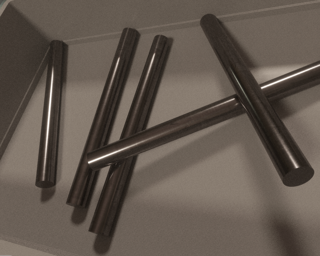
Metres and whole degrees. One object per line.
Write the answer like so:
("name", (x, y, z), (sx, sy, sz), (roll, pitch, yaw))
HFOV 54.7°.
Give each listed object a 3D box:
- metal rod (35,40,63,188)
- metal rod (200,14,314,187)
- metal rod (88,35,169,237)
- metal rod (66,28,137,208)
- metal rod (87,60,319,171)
("metal rod", (-0.183, -0.042, 0.524), (0.025, 0.025, 0.299), (-20, 54, 16))
("metal rod", (0.091, -0.061, 0.355), (0.025, 0.025, 0.300), (-25, 41, 13))
("metal rod", (-0.035, -0.006, 0.426), (0.025, 0.025, 0.300), (2, 62, 29))
("metal rod", (-0.080, -0.031, 0.465), (0.025, 0.025, 0.299), (-2, 61, 27))
("metal rod", (0.054, -0.013, 0.366), (0.301, 0.025, 0.025), (-22, 54, 7))
